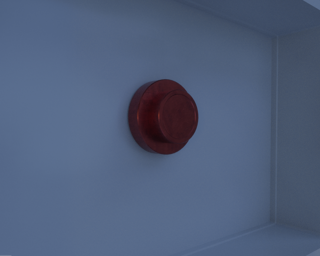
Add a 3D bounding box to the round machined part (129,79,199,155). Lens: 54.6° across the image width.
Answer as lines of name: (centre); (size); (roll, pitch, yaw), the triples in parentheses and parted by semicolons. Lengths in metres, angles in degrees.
round machined part: (0.012, -0.014, 0.400); (0.099, 0.042, 0.097); (0, 90, -40)
